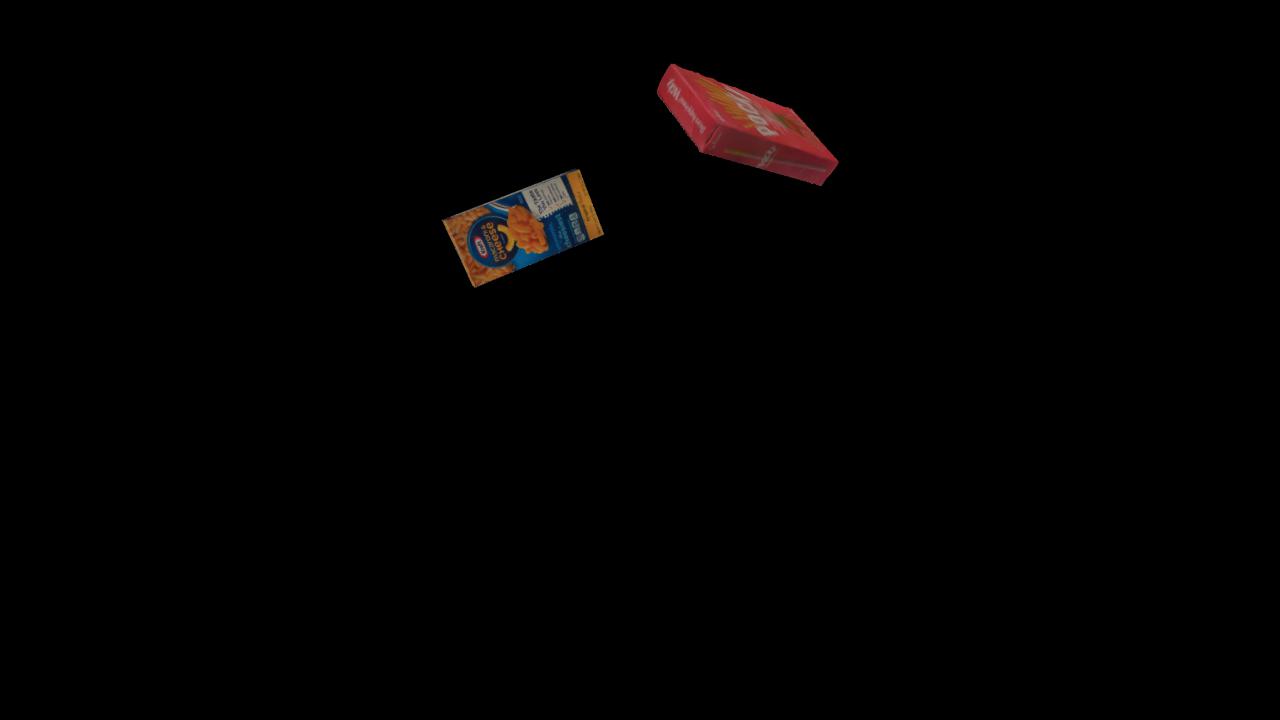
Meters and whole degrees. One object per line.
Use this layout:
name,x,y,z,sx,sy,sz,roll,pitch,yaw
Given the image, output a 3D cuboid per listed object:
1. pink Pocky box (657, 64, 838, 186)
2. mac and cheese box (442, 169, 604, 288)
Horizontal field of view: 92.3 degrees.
pink Pocky box,0.094,-0.195,0.517,0.155,0.084,0.029,-1,-39,-38
mac and cheese box,-0.148,-0.172,0.796,0.184,0.093,0.041,-26,23,-12
